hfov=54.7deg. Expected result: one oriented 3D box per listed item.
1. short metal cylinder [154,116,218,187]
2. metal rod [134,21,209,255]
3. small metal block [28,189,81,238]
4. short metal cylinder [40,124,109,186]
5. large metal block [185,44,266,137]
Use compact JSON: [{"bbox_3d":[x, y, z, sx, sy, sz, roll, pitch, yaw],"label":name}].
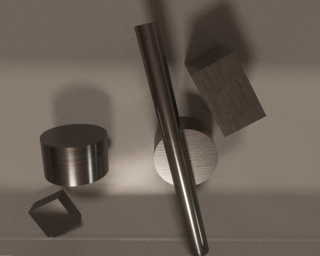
[{"bbox_3d":[0.032,0.030,0.410,0.081,0.050,0.079,0,110,-1],"label":"short metal cylinder"},{"bbox_3d":[0.020,0.029,0.368,0.025,0.025,0.298,-13,110,4],"label":"metal rod"},{"bbox_3d":[-0.154,0.126,0.456,0.050,0.025,0.050,-26,108,9],"label":"small metal block"},{"bbox_3d":[-0.107,0.031,0.392,0.081,0.080,0.050,1,110,-1],"label":"short metal cylinder"},{"bbox_3d":[0.073,-0.047,0.366,0.050,0.080,0.080,-29,108,10],"label":"large metal block"}]
